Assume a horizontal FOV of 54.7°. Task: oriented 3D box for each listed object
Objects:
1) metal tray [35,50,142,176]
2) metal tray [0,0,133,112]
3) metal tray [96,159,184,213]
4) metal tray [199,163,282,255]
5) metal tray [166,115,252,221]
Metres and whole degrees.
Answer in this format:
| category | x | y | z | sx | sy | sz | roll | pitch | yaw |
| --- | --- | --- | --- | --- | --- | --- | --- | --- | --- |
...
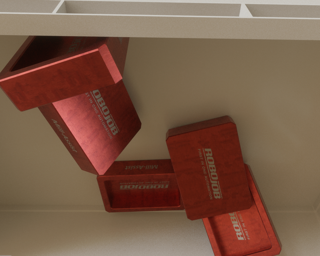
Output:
| category | x | y | z | sx | sy | sz | roll | pitch | yaw |
| --- | --- | --- | --- | --- | --- | --- | --- | --- | --- |
| metal tray | -0.075 | -0.021 | 0.344 | 0.030 | 0.090 | 0.129 | 11 | 139 | 34 |
| metal tray | -0.075 | -0.074 | 0.276 | 0.090 | 0.130 | 0.030 | -14 | 128 | 11 |
| metal tray | -0.025 | 0.092 | 0.483 | 0.131 | 0.030 | 0.089 | -2 | 130 | 1 |
| metal tray | 0.109 | 0.126 | 0.453 | 0.090 | 0.129 | 0.030 | -23 | 163 | 17 |
| metal tray | 0.067 | 0.056 | 0.421 | 0.090 | 0.030 | 0.129 | -14 | 108 | 6 |
